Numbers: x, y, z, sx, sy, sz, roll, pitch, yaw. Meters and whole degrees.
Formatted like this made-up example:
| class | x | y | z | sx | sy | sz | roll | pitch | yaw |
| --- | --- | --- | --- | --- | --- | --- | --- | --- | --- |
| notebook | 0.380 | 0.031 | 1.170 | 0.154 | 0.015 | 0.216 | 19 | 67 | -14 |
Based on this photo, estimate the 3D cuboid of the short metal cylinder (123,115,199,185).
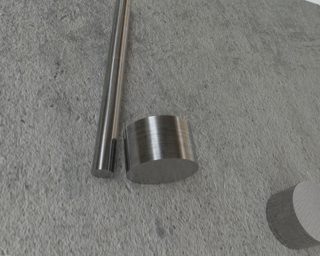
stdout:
| class | x | y | z | sx | sy | sz | roll | pitch | yaw |
| --- | --- | --- | --- | --- | --- | --- | --- | --- | --- |
| short metal cylinder | 0.000 | 0.027 | 0.352 | 0.081 | 0.080 | 0.050 | 7 | 59 | -25 |

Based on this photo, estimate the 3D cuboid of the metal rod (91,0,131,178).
| class | x | y | z | sx | sy | sz | roll | pitch | yaw |
| --- | --- | --- | --- | --- | --- | --- | --- | --- | --- |
| metal rod | -0.060 | -0.077 | 0.418 | 0.025 | 0.025 | 0.299 | 14 | 56 | -20 |

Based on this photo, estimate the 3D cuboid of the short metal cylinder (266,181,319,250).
| class | x | y | z | sx | sy | sz | roll | pitch | yaw |
| --- | --- | --- | --- | --- | --- | --- | --- | --- | --- |
| short metal cylinder | 0.193 | 0.119 | 0.419 | 0.081 | 0.050 | 0.080 | 14 | 56 | -21 |
